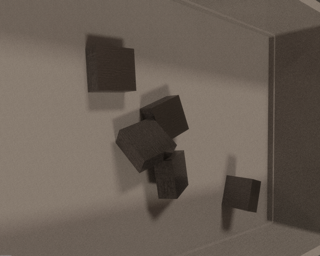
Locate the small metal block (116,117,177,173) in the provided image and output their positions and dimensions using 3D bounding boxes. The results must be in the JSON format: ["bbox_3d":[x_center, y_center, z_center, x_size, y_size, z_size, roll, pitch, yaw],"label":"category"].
[{"bbox_3d":[-0.017,0.019,0.375,0.050,0.025,0.050,-24,62,-36],"label":"small metal block"}]

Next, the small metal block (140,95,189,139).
[{"bbox_3d":[0.007,-0.012,0.414,0.050,0.025,0.050,-29,108,-37],"label":"small metal block"}]

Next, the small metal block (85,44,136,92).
[{"bbox_3d":[-0.057,-0.067,0.361,0.050,0.025,0.050,-5,94,-40],"label":"small metal block"}]

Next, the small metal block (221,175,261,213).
[{"bbox_3d":[0.132,0.106,0.505,0.025,0.050,0.050,20,77,-39],"label":"small metal block"}]

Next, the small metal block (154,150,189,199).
[{"bbox_3d":[0.016,0.060,0.408,0.050,0.025,0.050,-27,111,-66],"label":"small metal block"}]
